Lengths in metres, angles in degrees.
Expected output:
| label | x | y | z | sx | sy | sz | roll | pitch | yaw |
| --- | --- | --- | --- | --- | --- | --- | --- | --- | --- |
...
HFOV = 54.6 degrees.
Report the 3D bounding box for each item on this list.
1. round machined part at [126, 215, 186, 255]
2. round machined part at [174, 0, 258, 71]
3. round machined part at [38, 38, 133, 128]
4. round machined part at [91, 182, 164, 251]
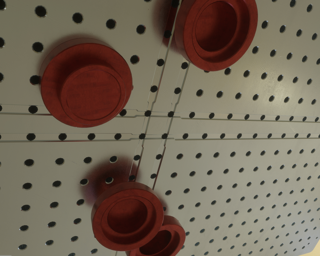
| label | x | y | z | sx | sy | sz | roll | pitch | yaw |
| --- | --- | --- | --- | --- | --- | --- | --- | --- | --- |
| round machined part | -0.011 | 0.178 | 0.504 | 0.099 | 0.042 | 0.097 | -14 | 124 | -21 |
| round machined part | 0.060 | -0.119 | 0.359 | 0.099 | 0.042 | 0.097 | -14 | 124 | -21 |
| round machined part | -0.075 | -0.042 | 0.332 | 0.099 | 0.042 | 0.097 | -14 | 124 | -21 |
| round machined part | -0.048 | 0.120 | 0.438 | 0.099 | 0.042 | 0.097 | -6 | 109 | -17 |
